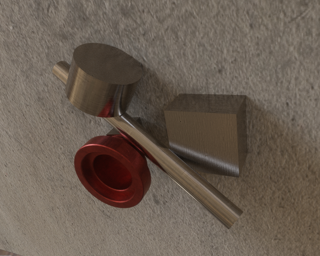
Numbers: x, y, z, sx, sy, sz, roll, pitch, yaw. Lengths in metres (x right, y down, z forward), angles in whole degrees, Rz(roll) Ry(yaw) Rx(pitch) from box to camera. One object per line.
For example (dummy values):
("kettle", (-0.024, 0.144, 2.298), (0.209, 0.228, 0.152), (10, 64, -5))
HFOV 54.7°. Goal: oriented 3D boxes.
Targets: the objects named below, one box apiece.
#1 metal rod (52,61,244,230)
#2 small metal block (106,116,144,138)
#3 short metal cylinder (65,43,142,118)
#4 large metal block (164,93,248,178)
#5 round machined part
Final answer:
("metal rod", (-0.028, 0.008, 0.379), (0.300, 0.025, 0.025), (40, 130, 19))
("small metal block", (-0.042, 0.018, 0.425), (0.025, 0.050, 0.050), (-2, 118, 29))
("short metal cylinder", (-0.068, -0.058, 0.371), (0.080, 0.080, 0.050), (33, 128, 6))
("large metal block", (0.057, 0.006, 0.365), (0.080, 0.050, 0.079), (4, 121, 25))
("round machined part", (-0.055, 0.050, 0.392), (0.098, 0.042, 0.097), (13, 125, 20))
